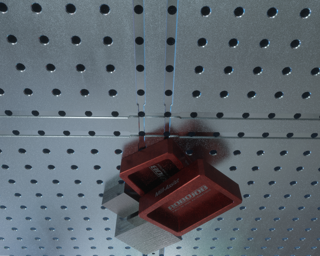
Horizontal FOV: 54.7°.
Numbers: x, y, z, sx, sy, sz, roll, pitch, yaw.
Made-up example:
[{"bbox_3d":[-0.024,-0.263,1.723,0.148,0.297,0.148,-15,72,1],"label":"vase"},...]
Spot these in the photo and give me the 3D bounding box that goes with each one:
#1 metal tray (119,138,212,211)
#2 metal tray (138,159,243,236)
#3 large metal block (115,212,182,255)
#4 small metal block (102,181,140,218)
[{"bbox_3d":[0.011,0.081,0.477,0.090,0.030,0.130,-26,126,20],"label":"metal tray"},{"bbox_3d":[0.043,0.108,0.460,0.090,0.030,0.130,36,121,-27],"label":"metal tray"},{"bbox_3d":[-0.019,0.170,0.540,0.080,0.050,0.080,-31,124,24],"label":"large metal block"},{"bbox_3d":[-0.059,0.119,0.512,0.050,0.025,0.050,-33,123,24],"label":"small metal block"}]
